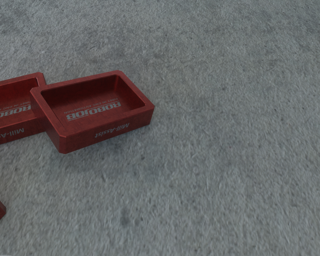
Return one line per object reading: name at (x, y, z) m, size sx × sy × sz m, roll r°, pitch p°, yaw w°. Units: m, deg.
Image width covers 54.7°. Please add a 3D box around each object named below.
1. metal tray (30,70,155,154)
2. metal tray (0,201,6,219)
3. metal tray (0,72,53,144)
metal tray at (-0.084, -0.027, 0.397) m, size 0.131 × 0.030 × 0.090 m, roll -20°, pitch 55°, yaw -35°
metal tray at (-0.236, 0.109, 0.305) m, size 0.090 × 0.030 × 0.130 m, roll 22°, pitch 53°, yaw 17°
metal tray at (-0.213, -0.023, 0.415) m, size 0.131 × 0.030 × 0.090 m, roll -18°, pitch 52°, yaw -15°
